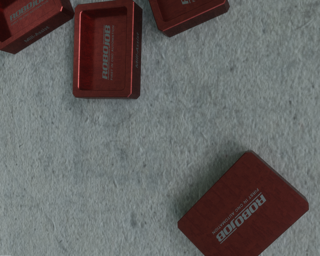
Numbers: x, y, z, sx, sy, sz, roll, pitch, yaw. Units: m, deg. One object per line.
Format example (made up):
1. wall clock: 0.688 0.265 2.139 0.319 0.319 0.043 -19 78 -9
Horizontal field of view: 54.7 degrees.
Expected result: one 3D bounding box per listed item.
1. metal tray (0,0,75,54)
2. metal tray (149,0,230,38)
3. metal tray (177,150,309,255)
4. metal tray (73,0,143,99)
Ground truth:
1. metal tray: -0.204 -0.183 0.476 0.130 0.030 0.090 -24 82 18
2. metal tray: 0.025 -0.195 0.396 0.090 0.030 0.129 -19 84 18
3. metal tray: 0.096 0.102 0.372 0.090 0.030 0.130 44 103 14
4. metal tray: -0.073 -0.106 0.430 0.090 0.030 0.129 2 91 19
